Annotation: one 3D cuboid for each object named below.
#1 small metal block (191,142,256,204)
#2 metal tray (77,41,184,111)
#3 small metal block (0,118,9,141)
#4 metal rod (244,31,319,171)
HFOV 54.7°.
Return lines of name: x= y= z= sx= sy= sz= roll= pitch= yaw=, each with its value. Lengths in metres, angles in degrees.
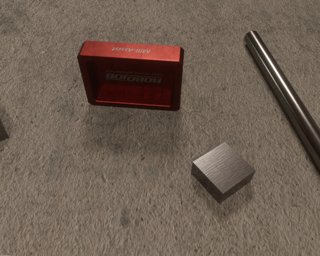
small metal block: x=0.073 y=0.051 z=0.361 sx=0.050 sy=0.025 sz=0.050 roll=-29 pitch=56 yaw=-22
metal tray: x=-0.036 y=-0.068 z=0.417 sx=0.131 sy=0.089 sz=0.030 roll=4 pitch=50 yaw=3
small metal block: x=-0.233 y=-0.001 z=0.401 sx=0.050 sy=0.025 sz=0.050 roll=-27 pitch=55 yaw=-21
metal rod: x=0.183 y=-0.045 z=0.443 sx=0.025 sy=0.025 sz=0.300 roll=-7 pitch=50 yaw=-6
